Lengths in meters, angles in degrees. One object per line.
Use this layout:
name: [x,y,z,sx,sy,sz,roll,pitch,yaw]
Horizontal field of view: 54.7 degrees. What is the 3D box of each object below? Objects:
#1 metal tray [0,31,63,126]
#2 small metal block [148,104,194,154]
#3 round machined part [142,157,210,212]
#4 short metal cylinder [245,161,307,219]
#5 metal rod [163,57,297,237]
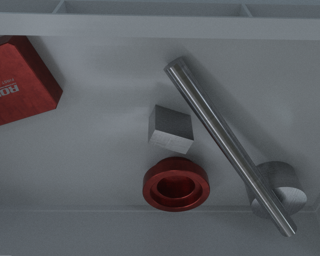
metal tray: [-0.195,-0.048,0.362,0.130,0.030,0.090,-15,129,12]
small metal block: [0.013,0.001,0.394,0.050,0.050,0.025,16,128,-14]
round machined part: [0.024,0.081,0.468,0.099,0.042,0.097,-1,130,0]
short metal cylinder: [0.176,0.097,0.478,0.081,0.050,0.079,0,130,0]
metal rod: [0.101,0.038,0.400,0.025,0.025,0.300,-30,112,22]
